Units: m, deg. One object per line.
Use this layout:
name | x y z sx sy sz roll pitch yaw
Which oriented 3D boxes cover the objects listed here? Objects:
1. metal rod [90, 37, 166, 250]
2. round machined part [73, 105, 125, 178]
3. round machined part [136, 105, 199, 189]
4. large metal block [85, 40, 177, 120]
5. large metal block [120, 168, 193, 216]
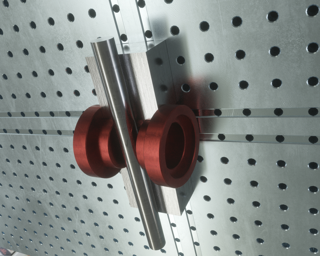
metal rod | -0.032 0.039 0.387 0.025 0.025 0.298 2 120 27
round machined part | -0.064 0.017 0.408 0.042 0.098 0.097 2 119 27
round machined part | 0.008 0.020 0.372 0.042 0.099 0.097 5 121 32
large metal block | -0.033 -0.057 0.376 0.080 0.050 0.079 2 120 27
large metal block | -0.004 0.072 0.441 0.080 0.050 0.079 3 120 27
